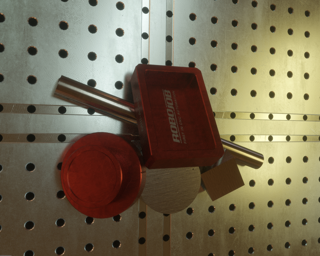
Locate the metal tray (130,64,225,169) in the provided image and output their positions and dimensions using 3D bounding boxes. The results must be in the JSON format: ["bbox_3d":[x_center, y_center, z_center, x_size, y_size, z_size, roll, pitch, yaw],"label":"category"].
[{"bbox_3d":[0.018,-0.017,0.382,0.091,0.030,0.130,0,61,-21],"label":"metal tray"}]

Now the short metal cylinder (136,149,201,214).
[{"bbox_3d":[0.005,0.064,0.397,0.081,0.050,0.079,0,90,-20],"label":"short metal cylinder"}]

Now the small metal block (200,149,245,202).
[{"bbox_3d":[0.082,0.065,0.428,0.050,0.025,0.050,-27,116,-2],"label":"small metal block"}]

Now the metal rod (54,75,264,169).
[{"bbox_3d":[0.013,-0.001,0.414,0.302,0.025,0.025,21,83,-19],"label":"metal rod"}]

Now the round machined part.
[{"bbox_3d":[-0.068,0.053,0.350,0.098,0.042,0.097,-1,85,12],"label":"round machined part"}]
